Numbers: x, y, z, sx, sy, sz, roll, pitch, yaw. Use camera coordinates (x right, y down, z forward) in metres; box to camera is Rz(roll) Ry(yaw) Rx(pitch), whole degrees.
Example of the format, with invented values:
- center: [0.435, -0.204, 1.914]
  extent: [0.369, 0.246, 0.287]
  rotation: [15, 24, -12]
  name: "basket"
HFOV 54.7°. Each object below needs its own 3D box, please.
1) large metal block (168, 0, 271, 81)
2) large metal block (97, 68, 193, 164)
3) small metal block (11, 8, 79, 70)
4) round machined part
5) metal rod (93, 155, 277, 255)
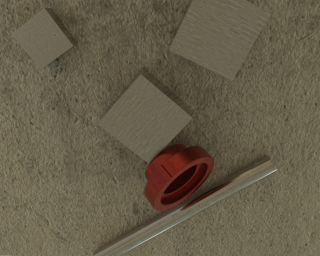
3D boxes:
- center: [0.063, -0.112, 0.356]
  extent: [0.080, 0.050, 0.080]
  rotation: [24, 108, -9]
  name: "large metal block"
- center: [-0.018, -0.017, 0.390]
  extent: [0.080, 0.050, 0.080]
  rotation: [39, 105, -13]
  name: "large metal block"
- center: [-0.136, -0.106, 0.369]
  extent: [0.050, 0.025, 0.050]
  rotation: [-32, 107, 11]
  name: "small metal block"
- center: [0.020, 0.059, 0.404]
  extent: [0.098, 0.099, 0.042]
  rotation: [-52, 58, 16]
  name: "round machined part"
- center: [0.030, 0.126, 0.456]
  extent: [0.300, 0.025, 0.025]
  rotation: [-32, 107, 11]
  name: "metal rod"
